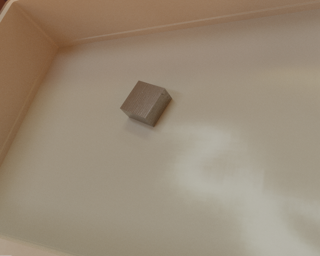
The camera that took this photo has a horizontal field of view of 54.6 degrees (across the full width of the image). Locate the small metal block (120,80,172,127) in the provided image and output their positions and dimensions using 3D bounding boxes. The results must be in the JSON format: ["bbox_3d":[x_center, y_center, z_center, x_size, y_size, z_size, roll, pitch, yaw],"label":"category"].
[{"bbox_3d":[-0.020,-0.035,0.439,0.050,0.025,0.050,22,73,36],"label":"small metal block"}]
